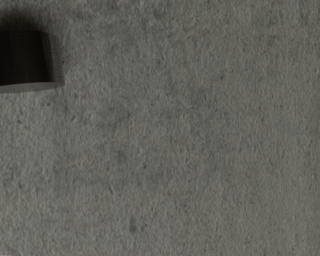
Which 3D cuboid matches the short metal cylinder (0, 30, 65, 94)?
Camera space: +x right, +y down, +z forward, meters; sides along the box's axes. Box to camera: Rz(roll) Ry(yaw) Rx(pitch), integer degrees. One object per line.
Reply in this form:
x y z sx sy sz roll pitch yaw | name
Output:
-0.145 -0.067 0.326 0.081 0.080 0.050 -9 93 -20 | short metal cylinder
